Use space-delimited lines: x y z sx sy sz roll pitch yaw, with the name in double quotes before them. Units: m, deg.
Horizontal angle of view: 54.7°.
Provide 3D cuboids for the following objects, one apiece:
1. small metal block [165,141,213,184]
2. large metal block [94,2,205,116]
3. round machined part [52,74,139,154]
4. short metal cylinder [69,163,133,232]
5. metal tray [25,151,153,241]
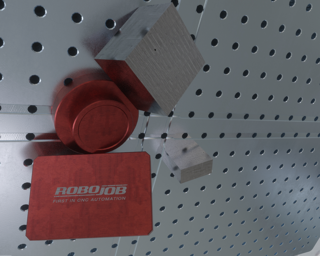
"small metal block" 0.040 0.048 0.447 0.050 0.050 0.025 -15 125 -20
"large metal block" -0.007 -0.072 0.329 0.080 0.050 0.080 -55 132 -19
"round machined part" -0.070 -0.009 0.356 0.099 0.042 0.097 -14 124 -21
"short metal cylinder" -0.073 0.083 0.387 0.080 0.080 0.050 -29 128 -10
"metal tray" -0.075 0.076 0.347 0.131 0.090 0.030 -2 159 -1
